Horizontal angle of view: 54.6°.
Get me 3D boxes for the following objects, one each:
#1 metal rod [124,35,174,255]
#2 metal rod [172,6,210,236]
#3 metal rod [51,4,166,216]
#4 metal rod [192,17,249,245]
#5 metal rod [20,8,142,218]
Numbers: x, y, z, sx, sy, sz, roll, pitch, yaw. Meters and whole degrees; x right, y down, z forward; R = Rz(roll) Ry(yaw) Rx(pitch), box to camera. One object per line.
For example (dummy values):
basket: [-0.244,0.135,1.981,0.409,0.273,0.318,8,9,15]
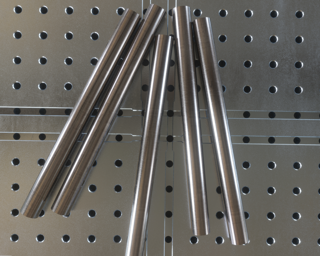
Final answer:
metal rod: [-0.015,0.027,0.413,0.025,0.025,0.298,8,90,0]
metal rod: [0.042,-0.009,0.414,0.025,0.025,0.298,-5,90,0]
metal rod: [-0.068,-0.024,0.413,0.025,0.025,0.299,26,90,0]
metal rod: [0.081,0.004,0.414,0.025,0.025,0.299,-10,90,0]
metal rod: [-0.104,-0.019,0.412,0.025,0.025,0.299,28,90,0]
